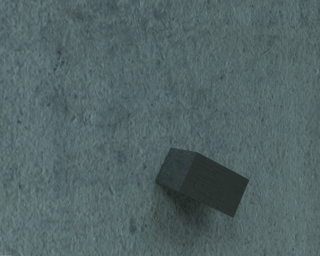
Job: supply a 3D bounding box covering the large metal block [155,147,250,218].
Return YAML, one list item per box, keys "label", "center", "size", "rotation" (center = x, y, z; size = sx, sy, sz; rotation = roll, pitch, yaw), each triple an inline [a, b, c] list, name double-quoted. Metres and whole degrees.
- label: "large metal block"
  center: [0.052, 0.067, 0.400]
  size: [0.080, 0.080, 0.050]
  rotation: [28, 81, -18]
